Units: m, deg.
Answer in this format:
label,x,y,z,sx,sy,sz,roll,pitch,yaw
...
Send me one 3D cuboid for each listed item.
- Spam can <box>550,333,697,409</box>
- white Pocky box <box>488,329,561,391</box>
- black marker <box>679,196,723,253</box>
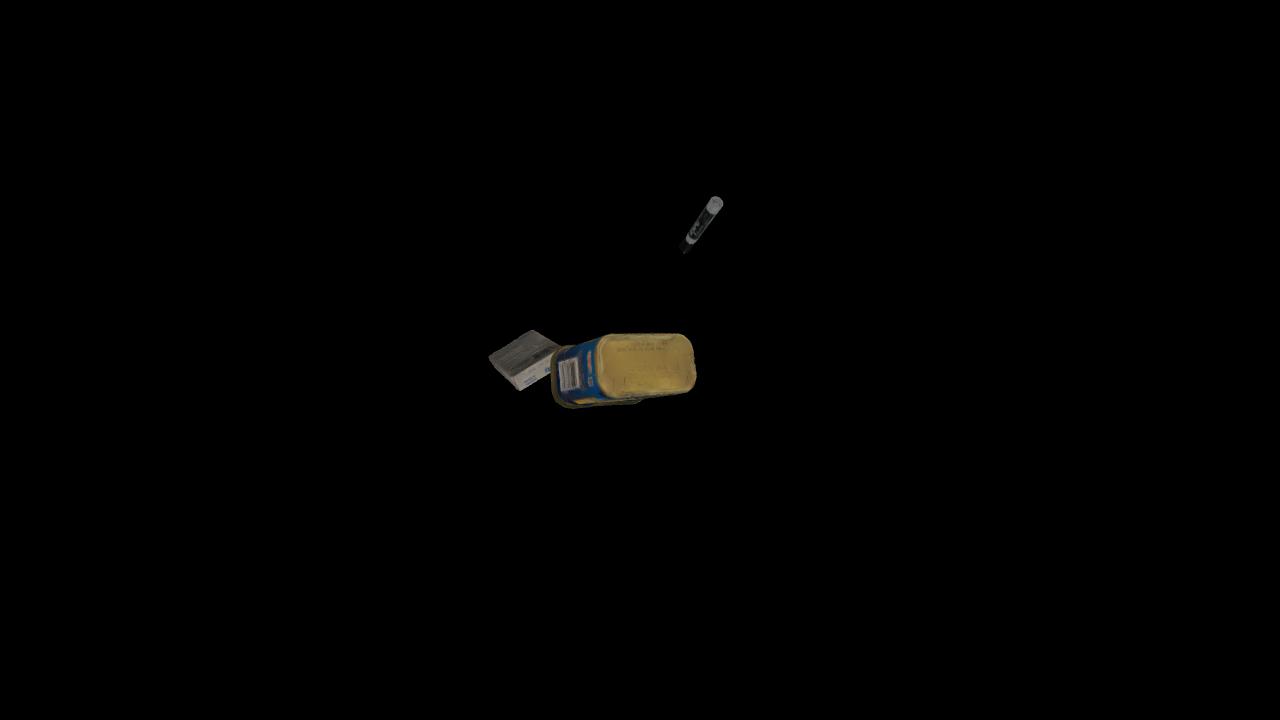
label,x,y,z,sx,sy,sz,roll,pitch,yaw
Spam can,-0.015,0.009,0.535,0.101,0.058,0.085,-2,-6,-32
white Pocky box,-0.164,-0.003,0.890,0.084,0.028,0.154,-33,23,-15
black marker,0.082,-0.185,0.855,0.020,0.020,0.121,0,-21,-19
